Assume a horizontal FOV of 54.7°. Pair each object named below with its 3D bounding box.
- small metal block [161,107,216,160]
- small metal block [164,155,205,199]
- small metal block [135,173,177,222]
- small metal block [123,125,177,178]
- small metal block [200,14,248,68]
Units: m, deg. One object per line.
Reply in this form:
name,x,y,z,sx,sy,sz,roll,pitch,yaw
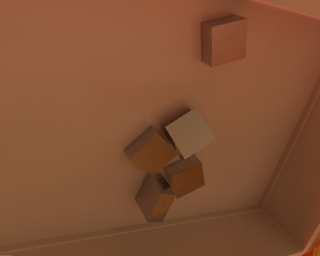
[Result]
small metal block,0.037,0.007,0.416,0.050,0.025,0.050,-32,95,-12
small metal block,0.039,0.074,0.475,0.050,0.025,0.050,-24,127,-14
small metal block,-0.008,0.100,0.450,0.025,0.050,0.050,12,112,-33
small metal block,-0.012,0.033,0.422,0.050,0.025,0.050,-42,130,1
small metal block,0.079,-0.108,0.385,0.050,0.025,0.050,-19,126,-18
